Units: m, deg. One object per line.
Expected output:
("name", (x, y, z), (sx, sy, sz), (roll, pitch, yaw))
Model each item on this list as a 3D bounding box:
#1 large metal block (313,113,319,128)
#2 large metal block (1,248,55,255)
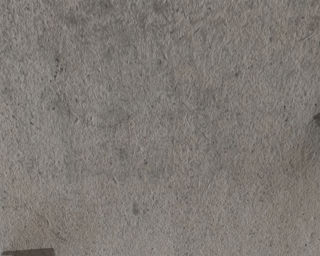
("large metal block", (0.263, 0.000, 0.399), (0.080, 0.050, 0.080), (-36, 106, 12))
("large metal block", (-0.206, 0.239, 0.483), (0.080, 0.050, 0.079), (-5, 110, 1))
